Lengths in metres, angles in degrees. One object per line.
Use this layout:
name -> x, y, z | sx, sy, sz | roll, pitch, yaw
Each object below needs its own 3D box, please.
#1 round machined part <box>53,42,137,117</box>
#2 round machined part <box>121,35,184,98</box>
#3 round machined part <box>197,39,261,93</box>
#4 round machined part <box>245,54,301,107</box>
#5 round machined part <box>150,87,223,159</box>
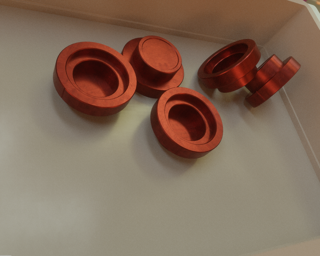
round machined part -> -0.082, -0.056, 0.386 | 0.099, 0.042, 0.098 | 14, 56, -21
round machined part -> -0.008, -0.095, 0.450 | 0.099, 0.042, 0.098 | 14, 56, -21
round machined part -> 0.111, -0.092, 0.484 | 0.042, 0.098, 0.098 | 52, 46, -25
round machined part -> 0.175, -0.082, 0.506 | 0.042, 0.097, 0.099 | 46, 51, 2
round machined part -> 0.032, -0.003, 0.416 | 0.099, 0.042, 0.098 | 14, 56, -21
